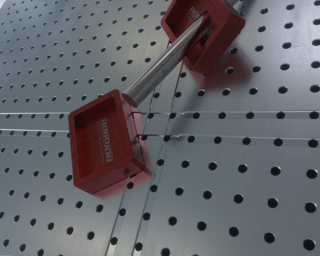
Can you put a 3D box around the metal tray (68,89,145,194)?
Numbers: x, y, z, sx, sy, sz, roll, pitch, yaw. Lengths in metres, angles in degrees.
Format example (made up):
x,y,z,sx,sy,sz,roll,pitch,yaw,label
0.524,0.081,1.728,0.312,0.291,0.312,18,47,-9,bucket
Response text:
x,y,z,sx,sy,sz,roll,pitch,yaw,label
-0.080,0.016,0.437,0.090,0.030,0.130,-26,53,12,metal tray

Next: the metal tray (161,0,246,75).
x,y,z,sx,sy,sz,roll,pitch,yaw,label
0.054,-0.150,0.440,0.089,0.030,0.130,-54,43,33,metal tray

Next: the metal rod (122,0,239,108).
x,y,z,sx,sy,sz,roll,pitch,yaw,label
0.057,-0.140,0.433,0.025,0.025,0.301,27,66,37,metal rod
